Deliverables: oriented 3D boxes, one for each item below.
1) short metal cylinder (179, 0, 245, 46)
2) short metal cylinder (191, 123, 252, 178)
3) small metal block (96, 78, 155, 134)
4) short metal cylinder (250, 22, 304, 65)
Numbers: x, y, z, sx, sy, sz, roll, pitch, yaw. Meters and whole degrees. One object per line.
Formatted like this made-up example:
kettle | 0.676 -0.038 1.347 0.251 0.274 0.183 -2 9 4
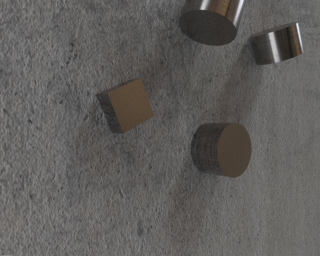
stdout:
short metal cylinder | 0.072 -0.158 0.429 0.080 0.080 0.050 28 73 -37
short metal cylinder | 0.093 0.032 0.466 0.081 0.050 0.079 0 90 -40
small metal block | -0.040 -0.027 0.371 0.050 0.025 0.050 -32 110 -35
short metal cylinder | 0.202 -0.146 0.538 0.081 0.080 0.050 -31 110 -36
